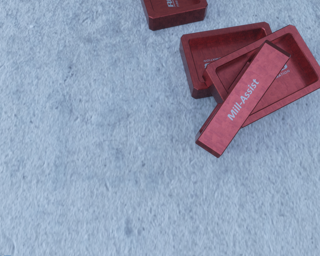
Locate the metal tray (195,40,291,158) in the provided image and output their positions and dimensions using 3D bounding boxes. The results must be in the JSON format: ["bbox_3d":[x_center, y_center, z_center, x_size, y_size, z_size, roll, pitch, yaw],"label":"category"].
[{"bbox_3d":[0.090,-0.031,0.362,0.030,0.090,0.130,34,96,4],"label":"metal tray"}]

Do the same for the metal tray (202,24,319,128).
[{"bbox_3d":[0.133,-0.064,0.398,0.131,0.030,0.090,-27,83,-6],"label":"metal tray"}]

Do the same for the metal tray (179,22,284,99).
[{"bbox_3d":[0.101,-0.097,0.442,0.131,0.030,0.090,-10,71,-4],"label":"metal tray"}]

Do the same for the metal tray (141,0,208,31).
[{"bbox_3d":[0.012,-0.222,0.486,0.091,0.030,0.130,-14,71,-6],"label":"metal tray"}]
